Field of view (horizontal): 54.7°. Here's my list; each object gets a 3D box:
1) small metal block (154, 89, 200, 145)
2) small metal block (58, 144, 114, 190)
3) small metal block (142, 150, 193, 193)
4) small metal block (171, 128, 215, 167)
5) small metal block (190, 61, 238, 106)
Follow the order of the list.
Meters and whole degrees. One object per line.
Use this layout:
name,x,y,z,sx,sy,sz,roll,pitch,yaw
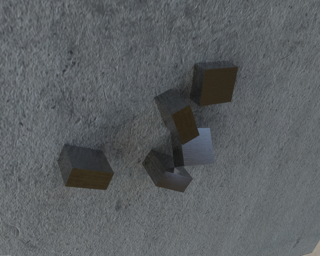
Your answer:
small metal block,0.021,-0.015,0.393,0.025,0.050,0.050,-30,128,-10
small metal block,-0.090,0.047,0.371,0.050,0.050,0.025,14,111,-34
small metal block,0.010,0.060,0.433,0.050,0.050,0.025,21,108,-36
small metal block,0.045,0.027,0.431,0.050,0.025,0.050,-1,78,-29
small metal block,0.071,-0.059,0.409,0.050,0.025,0.050,-10,123,-24
